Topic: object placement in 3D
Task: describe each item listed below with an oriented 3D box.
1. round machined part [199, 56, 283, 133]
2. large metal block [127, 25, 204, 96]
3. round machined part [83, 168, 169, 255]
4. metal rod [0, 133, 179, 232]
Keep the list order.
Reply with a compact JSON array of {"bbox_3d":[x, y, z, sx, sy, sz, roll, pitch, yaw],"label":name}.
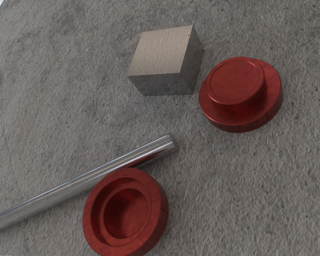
[{"bbox_3d":[0.094,-0.046,0.373,0.098,0.042,0.098,-13,56,21],"label":"round machined part"},{"bbox_3d":[0.010,-0.093,0.440,0.080,0.050,0.080,2,63,29],"label":"large metal block"},{"bbox_3d":[-0.034,0.098,0.351,0.098,0.042,0.098,-13,56,21],"label":"round machined part"},{"bbox_3d":[-0.115,0.080,0.414,0.300,0.025,0.025,-26,53,12],"label":"metal rod"}]
